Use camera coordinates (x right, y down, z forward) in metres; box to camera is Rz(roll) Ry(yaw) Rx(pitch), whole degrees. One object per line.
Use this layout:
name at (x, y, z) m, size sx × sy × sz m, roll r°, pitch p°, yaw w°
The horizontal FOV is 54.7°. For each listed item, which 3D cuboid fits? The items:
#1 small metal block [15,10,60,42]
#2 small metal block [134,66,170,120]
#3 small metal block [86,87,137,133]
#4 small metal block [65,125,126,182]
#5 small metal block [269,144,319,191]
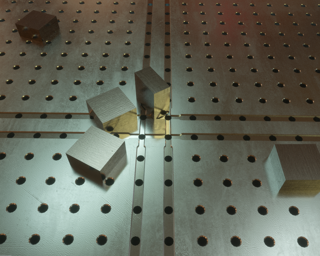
small metal block at (-0.221, -0.185, 0.560) m, size 0.050 × 0.025 × 0.050 m, roll 19°, pitch 52°, yaw 14°
small metal block at (-0.011, -0.049, 0.432) m, size 0.025 × 0.050 × 0.050 m, roll -26°, pitch 55°, yaw -21°
small metal block at (-0.066, -0.025, 0.427) m, size 0.050 × 0.025 × 0.050 m, roll -27°, pitch 55°, yaw -21°
small metal block at (-0.077, 0.030, 0.381) m, size 0.050 × 0.025 × 0.050 m, roll 24°, pitch 54°, yaw 18°
small metal block at (0.165, 0.047, 0.371) m, size 0.050 × 0.025 × 0.050 m, roll 0°, pitch 50°, yaw -1°
